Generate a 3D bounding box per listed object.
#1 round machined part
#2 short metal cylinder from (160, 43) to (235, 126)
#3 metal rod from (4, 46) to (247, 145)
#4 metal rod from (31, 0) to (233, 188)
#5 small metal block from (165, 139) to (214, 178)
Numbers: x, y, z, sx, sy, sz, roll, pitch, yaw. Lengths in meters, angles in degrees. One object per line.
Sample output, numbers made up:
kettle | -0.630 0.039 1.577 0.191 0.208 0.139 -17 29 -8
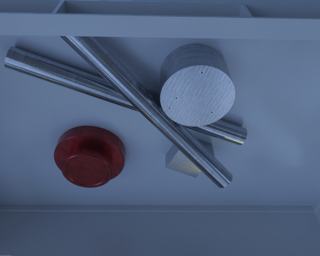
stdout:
round machined part | -0.100 0.047 0.437 0.099 0.042 0.097 -1 130 0
short metal cylinder | 0.040 -0.048 0.352 0.081 0.050 0.079 -1 130 0
metal rod | -0.027 -0.033 0.380 0.302 0.025 0.025 18 128 -16
metal rod | -0.015 -0.028 0.356 0.025 0.025 0.300 -36 114 26
small metal block | 0.042 0.040 0.444 0.050 0.025 0.050 21 127 -17
